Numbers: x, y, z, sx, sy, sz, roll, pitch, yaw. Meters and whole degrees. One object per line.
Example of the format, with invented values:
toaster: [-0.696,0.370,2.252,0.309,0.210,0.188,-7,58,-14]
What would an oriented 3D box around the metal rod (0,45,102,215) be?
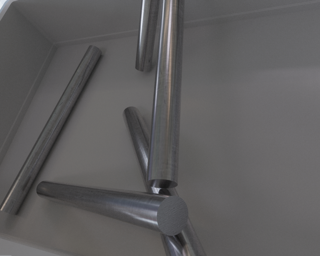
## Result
metal rod: [-0.168,-0.009,0.499,0.025,0.025,0.300,9,66,32]

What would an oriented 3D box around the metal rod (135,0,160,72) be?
metal rod: [-0.006,-0.211,0.394,0.025,0.298,0.025,6,37,-4]

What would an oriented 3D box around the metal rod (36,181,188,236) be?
metal rod: [-0.077,0.072,0.319,0.299,0.025,0.025,-10,53,54]

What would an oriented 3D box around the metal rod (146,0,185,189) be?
metal rod: [0.011,-0.089,0.312,0.025,0.025,0.299,-9,60,23]

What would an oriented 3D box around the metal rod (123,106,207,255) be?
metal rod: [-0.008,0.040,0.308,0.025,0.025,0.300,-37,26,4]
